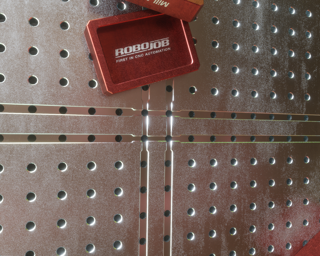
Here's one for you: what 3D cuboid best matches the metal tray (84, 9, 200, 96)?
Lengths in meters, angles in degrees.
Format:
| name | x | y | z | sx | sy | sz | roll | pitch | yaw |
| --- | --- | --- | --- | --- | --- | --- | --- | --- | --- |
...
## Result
| name | x | y | z | sx | sy | sz | roll | pitch | yaw |
| --- | --- | --- | --- | --- | --- | --- | --- | --- | --- |
| metal tray | -0.021 | -0.102 | 0.401 | 0.131 | 0.030 | 0.090 | -19 | 96 | -19 |

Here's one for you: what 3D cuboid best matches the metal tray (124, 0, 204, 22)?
| name | x | y | z | sx | sy | sz | roll | pitch | yaw |
| --- | --- | --- | --- | --- | --- | --- | --- | --- | --- |
| metal tray | -0.011 | -0.192 | 0.386 | 0.131 | 0.030 | 0.090 | 12 | 61 | -20 |

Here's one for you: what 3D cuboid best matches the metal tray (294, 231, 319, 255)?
| name | x | y | z | sx | sy | sz | roll | pitch | yaw |
| --- | --- | --- | --- | --- | --- | --- | --- | --- | --- |
| metal tray | 0.284 | 0.192 | 0.482 | 0.131 | 0.090 | 0.030 | -34 | 101 | -17 |
